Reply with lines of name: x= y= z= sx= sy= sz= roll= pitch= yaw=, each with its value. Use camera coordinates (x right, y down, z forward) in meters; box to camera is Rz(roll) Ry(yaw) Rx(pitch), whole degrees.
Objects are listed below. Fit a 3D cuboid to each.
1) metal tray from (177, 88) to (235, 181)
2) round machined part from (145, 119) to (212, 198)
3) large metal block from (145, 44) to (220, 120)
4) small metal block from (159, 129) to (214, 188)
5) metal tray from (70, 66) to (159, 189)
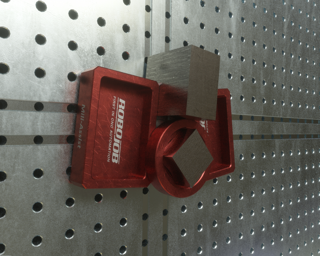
metal tray: x=0.068 y=0.009 z=0.458 sx=0.091 sy=0.030 sz=0.129 roll=-9 pitch=96 yaw=-40
round machined part: x=0.019 y=0.037 z=0.397 sx=0.099 sy=0.042 sz=0.097 roll=0 pitch=90 yaw=-40
large metal block: x=0.025 y=-0.052 z=0.390 sx=0.050 sy=0.080 sz=0.080 roll=8 pitch=85 yaw=-40
small metal block: x=0.033 y=0.036 z=0.377 sx=0.050 sy=0.025 sz=0.050 roll=-47 pitch=118 yaw=-30
metal tray: x=-0.049 y=0.003 z=0.359 sx=0.091 sy=0.030 sz=0.129 roll=8 pitch=85 yaw=-40
